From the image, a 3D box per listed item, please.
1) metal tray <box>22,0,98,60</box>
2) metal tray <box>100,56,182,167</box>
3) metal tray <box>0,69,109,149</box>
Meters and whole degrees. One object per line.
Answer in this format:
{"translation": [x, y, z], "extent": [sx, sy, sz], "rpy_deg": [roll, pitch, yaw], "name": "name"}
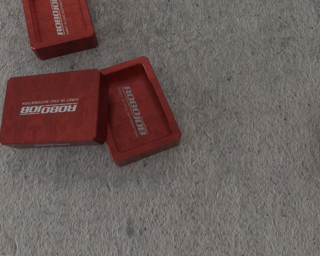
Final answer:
{"translation": [-0.153, -0.173, 0.467], "extent": [0.091, 0.030, 0.130], "rpy_deg": [-16, 71, -6], "name": "metal tray"}
{"translation": [-0.037, -0.024, 0.413], "extent": [0.091, 0.030, 0.130], "rpy_deg": [-20, 71, -8], "name": "metal tray"}
{"translation": [-0.133, -0.023, 0.392], "extent": [0.131, 0.030, 0.090], "rpy_deg": [-3, 75, 13], "name": "metal tray"}
